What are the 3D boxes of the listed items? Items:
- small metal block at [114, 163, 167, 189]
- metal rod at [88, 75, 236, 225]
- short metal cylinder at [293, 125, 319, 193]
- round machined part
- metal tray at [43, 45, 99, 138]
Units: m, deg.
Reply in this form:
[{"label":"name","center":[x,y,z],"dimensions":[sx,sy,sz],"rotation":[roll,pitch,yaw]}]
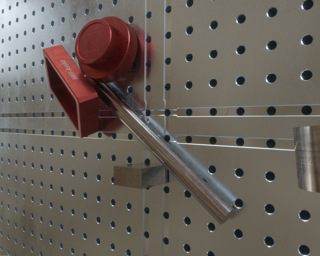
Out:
[{"label":"small metal block","center":[-0.026,0.062,0.412],"dimensions":[0.050,0.050,0.025],"rotation":[-1,90,39]},{"label":"metal rod","center":[-0.017,0.010,0.421],"dimensions":[0.300,0.025,0.025],"rotation":[44,116,31]},{"label":"short metal cylinder","center":[0.152,0.022,0.248],"dimensions":[0.080,0.081,0.050],"rotation":[-6,86,39]},{"label":"round machined part","center":[-0.085,-0.118,0.452],"dimensions":[0.098,0.042,0.098],"rotation":[-7,76,30]},{"label":"metal tray","center":[-0.142,-0.059,0.493],"dimensions":[0.130,0.030,0.089],"rotation":[51,149,27]}]
